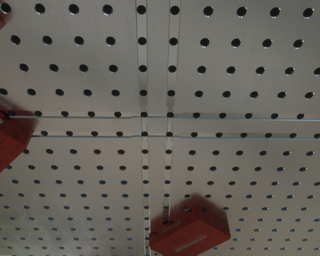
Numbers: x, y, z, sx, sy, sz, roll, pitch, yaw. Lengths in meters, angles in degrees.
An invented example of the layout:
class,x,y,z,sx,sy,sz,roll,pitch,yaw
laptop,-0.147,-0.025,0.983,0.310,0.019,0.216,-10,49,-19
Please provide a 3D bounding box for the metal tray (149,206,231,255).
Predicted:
class,x,y,z,sx,sy,sz,roll,pitch,yaw
metal tray,0.054,0.202,0.580,0.090,0.030,0.130,35,122,-26

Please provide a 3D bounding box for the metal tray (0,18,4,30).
class,x,y,z,sx,sy,sz,roll,pitch,yaw
metal tray,-0.236,-0.126,0.298,0.090,0.030,0.130,-25,126,19

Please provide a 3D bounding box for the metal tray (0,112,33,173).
class,x,y,z,sx,sy,sz,roll,pitch,yaw
metal tray,-0.252,0.004,0.410,0.090,0.030,0.130,-37,121,27
